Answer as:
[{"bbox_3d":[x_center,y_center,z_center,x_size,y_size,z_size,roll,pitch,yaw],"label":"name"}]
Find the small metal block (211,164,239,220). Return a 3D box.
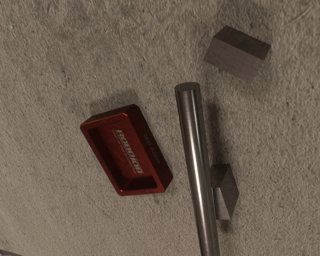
[{"bbox_3d":[0.079,0.081,0.399,0.025,0.050,0.050,-8,115,31],"label":"small metal block"}]

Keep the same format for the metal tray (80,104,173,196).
[{"bbox_3d":[-0.048,0.037,0.449,0.090,0.030,0.129,-13,112,33],"label":"metal tray"}]

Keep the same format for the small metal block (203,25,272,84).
[{"bbox_3d":[0.077,-0.074,0.304,0.050,0.050,0.025,28,128,10],"label":"small metal block"}]

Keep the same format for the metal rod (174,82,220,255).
[{"bbox_3d":[0.052,0.090,0.369,0.025,0.025,0.298,3,120,26],"label":"metal rod"}]
